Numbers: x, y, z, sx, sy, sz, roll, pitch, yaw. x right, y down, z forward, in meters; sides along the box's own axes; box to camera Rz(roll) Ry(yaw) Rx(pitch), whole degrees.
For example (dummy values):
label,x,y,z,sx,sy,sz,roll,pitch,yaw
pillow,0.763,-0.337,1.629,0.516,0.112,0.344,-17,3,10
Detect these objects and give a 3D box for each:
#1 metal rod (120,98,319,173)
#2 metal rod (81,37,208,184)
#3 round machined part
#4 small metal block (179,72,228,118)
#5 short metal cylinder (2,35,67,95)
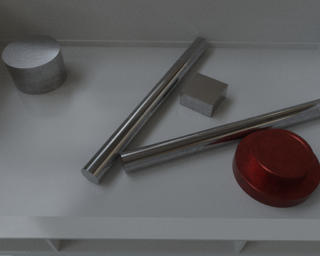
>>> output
label,x,y,z,sx,sy,sz,roll,pitch,yaw
metal rod,0.098,0.004,0.402,0.302,0.025,0.025,-15,52,-13
metal rod,-0.006,-0.043,0.441,0.025,0.025,0.301,24,54,18
round machined part,0.138,0.039,0.363,0.099,0.042,0.098,0,50,0
small metal block,0.063,-0.048,0.447,0.050,0.025,0.050,26,55,20
short metal cylinder,-0.186,-0.096,0.467,0.081,0.050,0.080,0,50,0
